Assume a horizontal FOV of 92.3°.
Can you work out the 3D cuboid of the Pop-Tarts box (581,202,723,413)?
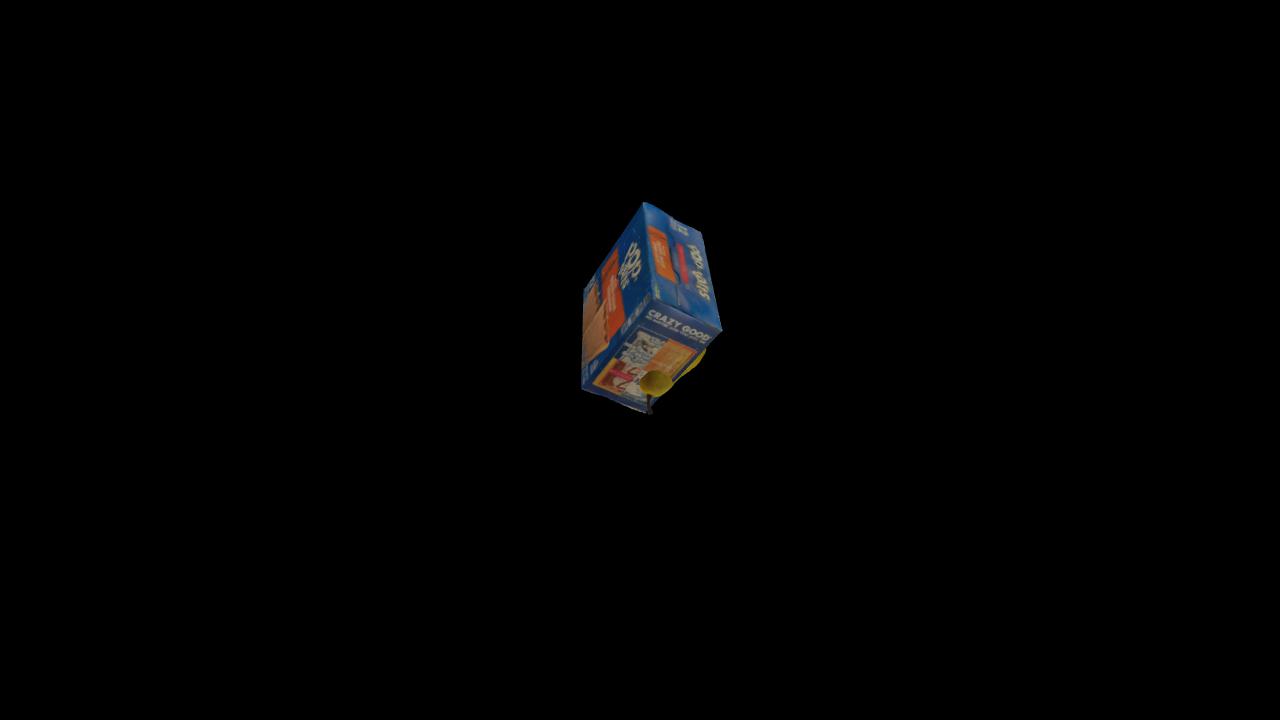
[{"bbox_3d":[0.004,-0.057,0.659,0.083,0.167,0.141,22,-50,-24],"label":"Pop-Tarts box"}]

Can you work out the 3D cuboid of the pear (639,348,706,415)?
[{"bbox_3d":[0.019,-0.001,0.635,0.080,0.111,0.080,27,-20,11],"label":"pear"}]
